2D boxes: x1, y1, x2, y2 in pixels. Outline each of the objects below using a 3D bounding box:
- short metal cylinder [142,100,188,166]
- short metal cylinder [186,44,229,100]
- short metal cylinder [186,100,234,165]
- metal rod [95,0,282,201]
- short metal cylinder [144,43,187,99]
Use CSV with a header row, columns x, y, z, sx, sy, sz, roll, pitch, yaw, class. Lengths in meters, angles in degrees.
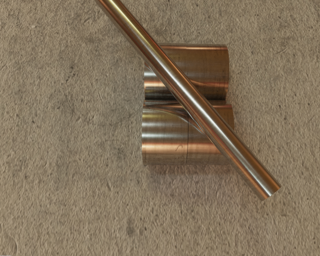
x,y,z,sx,sy,sz,roll,pitch,yaw,class
0.006,0.005,0.378,0.050,0.080,0.080,1,70,0,short metal cylinder
0.057,-0.069,0.406,0.050,0.080,0.080,1,70,0,short metal cylinder
0.057,0.005,0.379,0.050,0.080,0.080,1,70,0,short metal cylinder
0.020,-0.049,0.342,0.025,0.025,0.300,-35,74,-12,metal rod
0.007,-0.070,0.406,0.050,0.080,0.080,1,70,0,short metal cylinder
